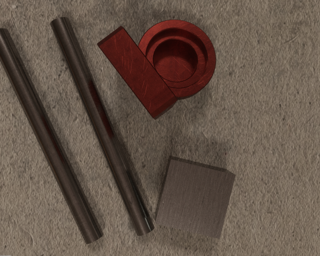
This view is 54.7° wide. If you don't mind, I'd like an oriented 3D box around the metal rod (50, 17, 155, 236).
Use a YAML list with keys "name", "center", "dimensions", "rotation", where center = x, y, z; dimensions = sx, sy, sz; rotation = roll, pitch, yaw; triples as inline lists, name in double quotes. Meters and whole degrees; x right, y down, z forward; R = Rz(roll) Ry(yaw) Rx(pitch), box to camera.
- name: "metal rod"
  center: [-0.076, -0.002, 0.408]
  dimensions: [0.025, 0.025, 0.299]
  rotation: [-22, 90, 0]

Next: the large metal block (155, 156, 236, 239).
- name: "large metal block"
  center: [0.043, 0.086, 0.398]
  dimensions: [0.080, 0.050, 0.080]
  rotation: [14, 90, -1]

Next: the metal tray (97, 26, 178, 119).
- name: "metal tray"
  center: [-0.022, -0.054, 0.357]
  dimensions: [0.030, 0.130, 0.090]
  rotation: [-37, 91, 0]

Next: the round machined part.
- name: "round machined part"
  center: [0.018, -0.083, 0.397]
  dimensions: [0.099, 0.042, 0.097]
  rotation: [1, 84, -8]

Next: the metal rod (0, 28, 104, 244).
- name: "metal rod"
  center: [-0.149, 0.011, 0.408]
  dimensions: [0.025, 0.025, 0.299]
  rotation: [-25, 90, 0]
